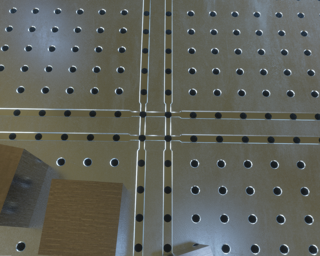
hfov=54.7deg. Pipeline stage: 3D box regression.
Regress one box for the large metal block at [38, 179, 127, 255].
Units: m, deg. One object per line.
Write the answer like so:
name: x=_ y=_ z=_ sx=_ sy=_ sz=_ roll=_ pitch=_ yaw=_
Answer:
large metal block: x=-0.085 y=0.105 z=0.359 sx=0.081 sy=0.050 sz=0.080 roll=4 pitch=70 yaw=1

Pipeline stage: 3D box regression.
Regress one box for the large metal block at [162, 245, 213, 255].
large metal block: x=0.035 y=0.169 z=0.321 sx=0.050 sy=0.080 sz=0.080 roll=-15 pitch=71 yaw=-6

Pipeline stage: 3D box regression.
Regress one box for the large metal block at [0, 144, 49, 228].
large metal block: x=-0.178 y=0.068 z=0.356 sx=0.050 sy=0.080 sz=0.080 roll=11 pitch=70 yaw=3
